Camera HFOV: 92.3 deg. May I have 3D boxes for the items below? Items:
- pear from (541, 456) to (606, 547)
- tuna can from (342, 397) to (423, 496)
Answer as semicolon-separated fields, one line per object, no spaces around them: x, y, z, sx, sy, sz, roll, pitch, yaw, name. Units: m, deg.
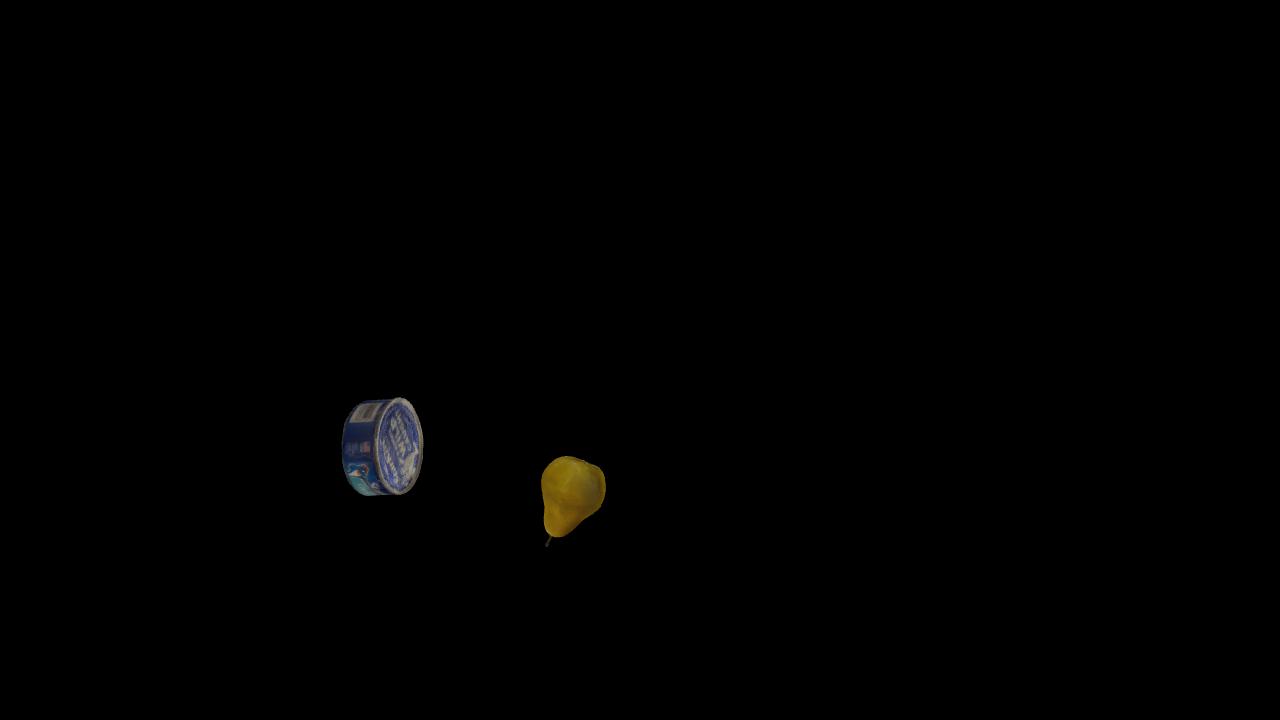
-0.087;0.170;0.718;0.080;0.111;0.080;18;-5;2;pear
-0.223;0.076;0.536;0.034;0.084;0.084;-4;0;4;tuna can
